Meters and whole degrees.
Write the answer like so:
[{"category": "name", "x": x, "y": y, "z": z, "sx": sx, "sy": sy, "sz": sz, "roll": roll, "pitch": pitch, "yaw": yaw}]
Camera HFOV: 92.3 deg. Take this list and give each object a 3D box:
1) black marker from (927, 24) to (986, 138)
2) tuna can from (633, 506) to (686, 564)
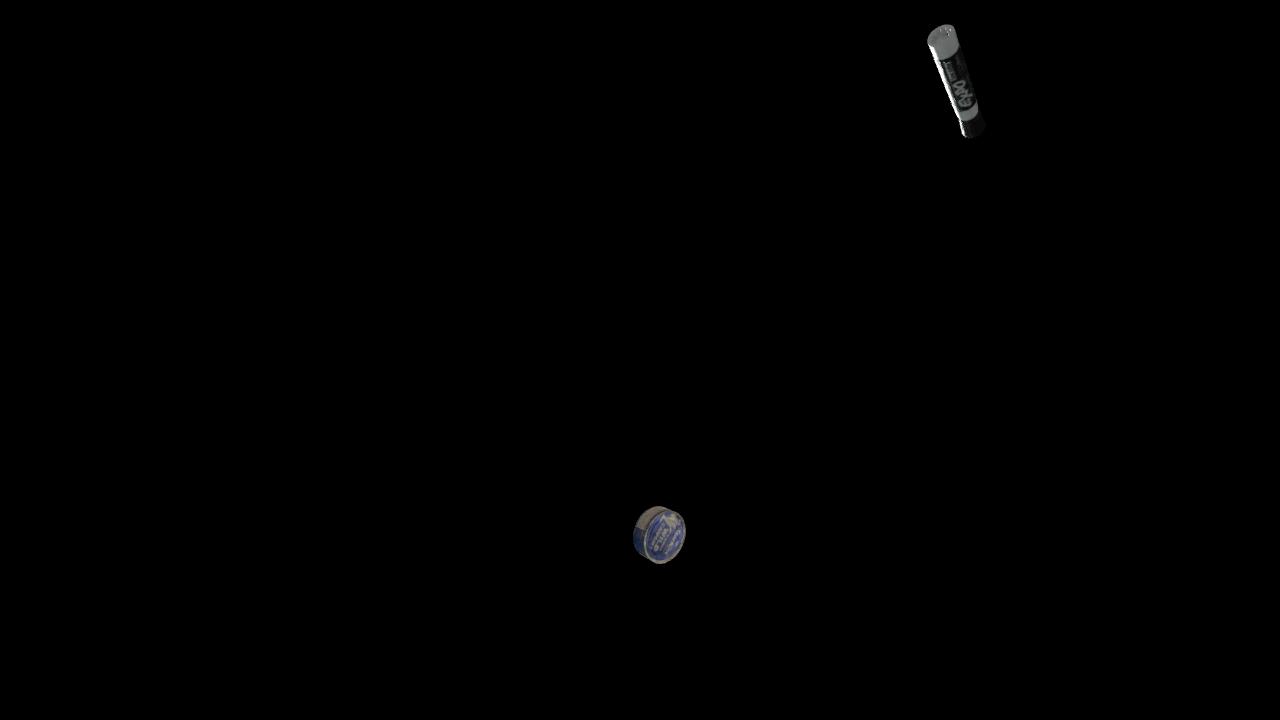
[{"category": "black marker", "x": 0.256, "y": -0.217, "z": 0.492, "sx": 0.020, "sy": 0.020, "sz": 0.121, "roll": 0, "pitch": -19, "yaw": 40}, {"category": "tuna can", "x": 0.030, "y": 0.274, "z": 0.966, "sx": 0.084, "sy": 0.084, "sz": 0.034, "roll": 0, "pitch": 5, "yaw": -37}]
